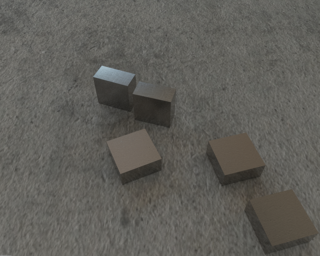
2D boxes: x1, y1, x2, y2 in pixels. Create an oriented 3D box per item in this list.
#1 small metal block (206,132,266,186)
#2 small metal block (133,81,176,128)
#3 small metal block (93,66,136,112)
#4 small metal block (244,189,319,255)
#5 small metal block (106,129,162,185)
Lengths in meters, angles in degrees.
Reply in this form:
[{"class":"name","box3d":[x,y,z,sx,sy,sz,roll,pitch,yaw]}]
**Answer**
[{"class":"small metal block","box3d":[0.090,0.037,0.373,0.050,0.025,0.050,-12,51,-10]},{"class":"small metal block","box3d":[-0.007,-0.031,0.413,0.050,0.050,0.025,13,51,10]},{"class":"small metal block","box3d":[-0.061,-0.054,0.432,0.050,0.050,0.025,16,52,13]},{"class":"small metal block","box3d":[0.125,0.097,0.323,0.050,0.025,0.050,-11,51,-10]},{"class":"small metal block","box3d":[-0.031,0.034,0.374,0.050,0.025,0.050,-19,53,-16]}]
